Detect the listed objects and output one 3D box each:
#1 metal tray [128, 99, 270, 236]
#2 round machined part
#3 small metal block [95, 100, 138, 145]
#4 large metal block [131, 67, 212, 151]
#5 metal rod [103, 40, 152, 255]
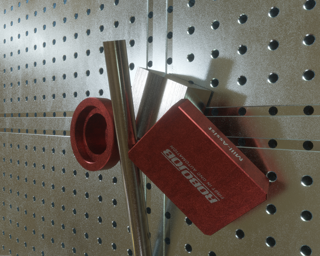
[{"bbox_3d":[0.040,0.044,0.336,0.130,0.030,0.090,45,121,2],"label":"metal tray"},{"bbox_3d":[-0.077,0.008,0.422,0.098,0.042,0.097,1,91,43],"label":"round machined part"},{"bbox_3d":[-0.065,-0.007,0.459,0.050,0.025,0.050,-28,73,36],"label":"small metal block"},{"bbox_3d":[0.005,-0.023,0.384,0.080,0.050,0.079,29,108,36],"label":"large metal block"},{"bbox_3d":[-0.036,0.046,0.382,0.025,0.025,0.298,8,111,39],"label":"metal rod"}]
